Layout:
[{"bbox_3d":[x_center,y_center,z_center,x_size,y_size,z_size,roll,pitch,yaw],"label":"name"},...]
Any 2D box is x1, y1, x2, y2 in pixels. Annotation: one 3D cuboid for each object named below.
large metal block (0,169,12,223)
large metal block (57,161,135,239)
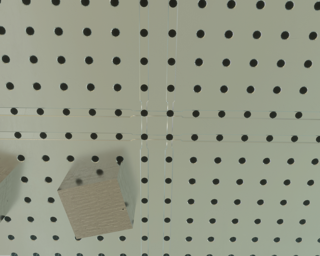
[{"bbox_3d":[-0.264,0.097,0.434,0.080,0.050,0.079,15,109,-6],"label":"large metal block"},{"bbox_3d":[-0.085,0.101,0.436,0.080,0.050,0.080,-12,110,4],"label":"large metal block"}]
